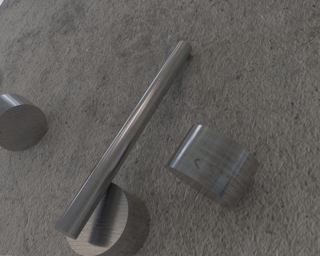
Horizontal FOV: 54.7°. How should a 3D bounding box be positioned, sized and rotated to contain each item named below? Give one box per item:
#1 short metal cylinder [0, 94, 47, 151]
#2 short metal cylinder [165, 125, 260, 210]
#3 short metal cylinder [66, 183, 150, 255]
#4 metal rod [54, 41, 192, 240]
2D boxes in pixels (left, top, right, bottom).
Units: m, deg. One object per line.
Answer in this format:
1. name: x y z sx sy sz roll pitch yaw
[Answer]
1. short metal cylinder: -0.231 -0.009 0.495 0.050 0.080 0.080 30 78 37
2. short metal cylinder: 0.053 0.040 0.317 0.080 0.080 0.050 26 76 37
3. short metal cylinder: -0.059 0.107 0.353 0.080 0.050 0.080 -13 56 21
4. metal rod: -0.028 -0.008 0.382 0.025 0.025 0.301 9 53 32
